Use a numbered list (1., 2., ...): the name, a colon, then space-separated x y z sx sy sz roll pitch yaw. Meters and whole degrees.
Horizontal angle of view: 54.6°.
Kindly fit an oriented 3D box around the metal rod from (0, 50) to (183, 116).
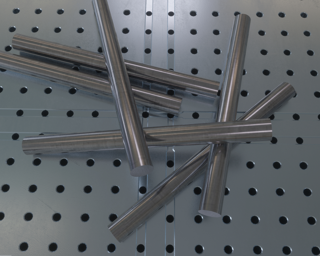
1. metal rod: -0.117 -0.068 0.436 0.301 0.025 0.025 15 71 5

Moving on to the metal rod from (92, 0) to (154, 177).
1. metal rod: -0.056 -0.075 0.403 0.025 0.025 0.299 -14 57 -5

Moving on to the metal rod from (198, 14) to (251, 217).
1. metal rod: 0.090 -0.036 0.405 0.025 0.025 0.300 13 63 5

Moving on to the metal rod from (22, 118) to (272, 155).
1. metal rod: -0.025 0.012 0.374 0.301 0.025 0.025 -4 70 11

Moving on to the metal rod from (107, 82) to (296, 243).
1. metal rod: 0.062 0.036 0.399 0.301 0.025 0.025 -38 74 -13

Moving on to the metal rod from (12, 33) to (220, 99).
1. metal rod: -0.065 -0.089 0.444 0.301 0.025 0.025 14 71 5
